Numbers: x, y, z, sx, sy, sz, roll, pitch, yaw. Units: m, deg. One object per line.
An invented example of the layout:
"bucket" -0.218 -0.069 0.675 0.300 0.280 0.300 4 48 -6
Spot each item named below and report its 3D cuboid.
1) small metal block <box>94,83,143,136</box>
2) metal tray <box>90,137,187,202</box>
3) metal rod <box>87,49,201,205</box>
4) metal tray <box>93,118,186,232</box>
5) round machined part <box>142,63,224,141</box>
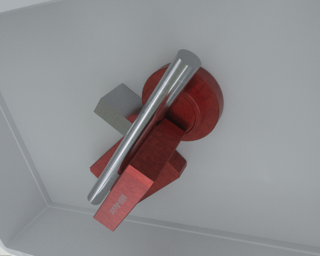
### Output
"small metal block" -0.047 -0.024 0.399 0.050 0.050 0.025 39 129 1
"metal tray" -0.036 0.057 0.456 0.090 0.030 0.129 46 129 -5
"metal rod" -0.037 0.023 0.389 0.025 0.025 0.298 38 133 2
"metal tray" -0.026 0.057 0.363 0.030 0.090 0.129 36 135 1
"round machined part" 0.022 -0.025 0.367 0.098 0.042 0.097 13 124 20
